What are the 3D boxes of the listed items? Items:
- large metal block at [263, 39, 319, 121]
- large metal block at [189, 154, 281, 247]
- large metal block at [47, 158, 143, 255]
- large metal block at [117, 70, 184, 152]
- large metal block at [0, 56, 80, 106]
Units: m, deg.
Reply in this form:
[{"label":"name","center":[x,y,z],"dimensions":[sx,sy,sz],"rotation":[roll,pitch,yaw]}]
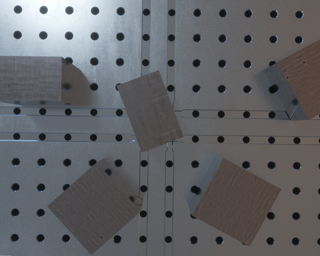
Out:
[{"label":"large metal block","center":[0.197,-0.064,0.402],"dimensions":[0.080,0.050,0.080],"rotation":[-29,90,0]},{"label":"large metal block","center":[0.093,0.090,0.402],"dimensions":[0.080,0.050,0.080],"rotation":[29,90,0]},{"label":"large metal block","center":[-0.080,0.098,0.400],"dimensions":[0.080,0.050,0.080],"rotation":[-42,90,0]},{"label":"large metal block","center":[-0.011,-0.019,0.386],"dimensions":[0.050,0.080,0.080],"rotation":[-21,90,0]},{"label":"large metal block","center":[-0.150,-0.055,0.385],"dimensions":[0.080,0.080,0.050],"rotation":[1,90,0]}]
